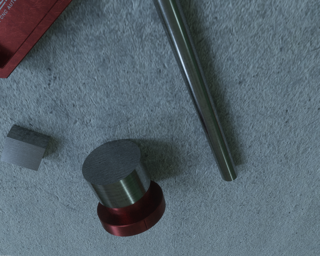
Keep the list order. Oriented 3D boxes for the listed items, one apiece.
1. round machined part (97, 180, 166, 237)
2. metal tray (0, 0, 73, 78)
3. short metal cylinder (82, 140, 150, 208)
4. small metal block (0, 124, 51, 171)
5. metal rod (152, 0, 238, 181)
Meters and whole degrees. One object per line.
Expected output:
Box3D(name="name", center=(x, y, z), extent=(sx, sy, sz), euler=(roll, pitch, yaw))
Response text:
Box3D(name="round machined part", center=(-0.044, 0.104, 0.449), extent=(0.098, 0.098, 0.042), euler=(-10, 119, 8))
Box3D(name="metal tray", center=(-0.155, -0.119, 0.300), extent=(0.130, 0.030, 0.090), euler=(-36, 122, 26))
Box3D(name="short metal cylinder", center=(-0.058, 0.062, 0.423), extent=(0.080, 0.080, 0.050), euler=(-11, 129, 8))
Box3D(name="small metal block", center=(-0.186, 0.028, 0.429), extent=(0.050, 0.025, 0.050), euler=(21, 127, -17))
Box3D(name="metal rod", center=(0.051, -0.035, 0.377), extent=(0.025, 0.025, 0.299), euler=(-17, 129, 13))
